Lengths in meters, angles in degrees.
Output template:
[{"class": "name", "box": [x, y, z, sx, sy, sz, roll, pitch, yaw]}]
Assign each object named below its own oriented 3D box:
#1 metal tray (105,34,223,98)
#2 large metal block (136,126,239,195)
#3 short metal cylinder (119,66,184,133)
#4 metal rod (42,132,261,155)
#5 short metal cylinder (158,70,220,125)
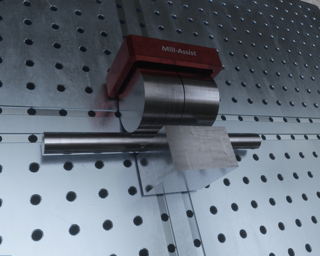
[{"class": "metal tray", "box": [0.005, -0.072, 0.408, 0.131, 0.090, 0.030, 1, 62, -28]}, {"class": "large metal block", "box": [0.028, 0.038, 0.359, 0.081, 0.080, 0.050, 1, 62, -28]}, {"class": "short metal cylinder", "box": [-0.013, -0.034, 0.383, 0.050, 0.080, 0.080, 1, 62, -28]}, {"class": "metal rod", "box": [0.010, 0.018, 0.397, 0.303, 0.025, 0.025, 1, 62, -28]}, {"class": "short metal cylinder", "box": [0.033, -0.034, 0.408, 0.050, 0.080, 0.080, 2, 61, -28]}]
